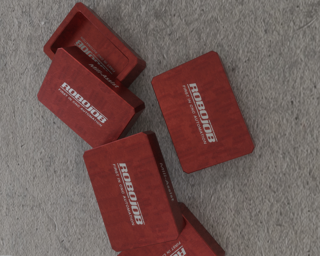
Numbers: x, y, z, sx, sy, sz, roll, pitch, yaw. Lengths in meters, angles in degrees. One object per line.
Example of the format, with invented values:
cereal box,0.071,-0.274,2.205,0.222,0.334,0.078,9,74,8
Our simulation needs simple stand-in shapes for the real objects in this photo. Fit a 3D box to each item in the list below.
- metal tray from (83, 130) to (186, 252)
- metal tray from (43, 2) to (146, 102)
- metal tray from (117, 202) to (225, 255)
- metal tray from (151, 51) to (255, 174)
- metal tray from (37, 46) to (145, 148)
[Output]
metal tray,-0.032,0.077,0.381,0.090,0.030,0.129,-19,88,19
metal tray,-0.095,-0.101,0.439,0.130,0.030,0.090,46,104,14
metal tray,0.007,0.172,0.404,0.130,0.030,0.090,-45,76,14
metal tray,0.053,-0.018,0.388,0.090,0.030,0.129,-22,83,18
metal tray,-0.095,-0.036,0.416,0.130,0.030,0.089,40,120,6
